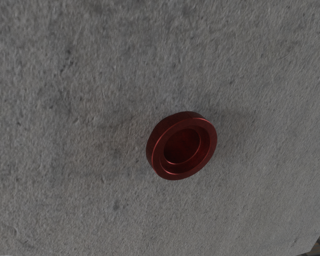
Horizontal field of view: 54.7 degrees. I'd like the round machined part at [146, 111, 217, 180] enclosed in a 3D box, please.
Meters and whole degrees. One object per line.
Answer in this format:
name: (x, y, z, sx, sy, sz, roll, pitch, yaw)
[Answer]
round machined part: (0.026, 0.020, 0.424, 0.099, 0.042, 0.097, -14, 125, -21)
